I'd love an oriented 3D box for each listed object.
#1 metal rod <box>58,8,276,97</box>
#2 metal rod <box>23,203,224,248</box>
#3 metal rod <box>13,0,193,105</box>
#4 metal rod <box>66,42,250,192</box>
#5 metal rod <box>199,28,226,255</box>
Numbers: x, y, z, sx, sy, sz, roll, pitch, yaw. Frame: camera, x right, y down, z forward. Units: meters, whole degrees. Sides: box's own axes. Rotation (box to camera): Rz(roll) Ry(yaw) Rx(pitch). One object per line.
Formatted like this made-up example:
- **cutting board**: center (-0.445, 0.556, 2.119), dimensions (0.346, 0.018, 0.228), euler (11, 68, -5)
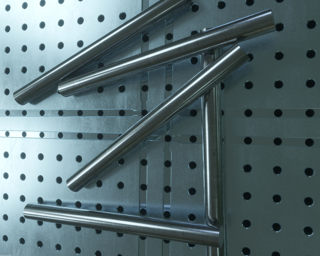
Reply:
- **metal rod**: center (-0.011, -0.087, 0.396), dimensions (0.300, 0.025, 0.025), euler (-12, 86, 26)
- **metal rod**: center (-0.066, 0.127, 0.420), dimensions (0.301, 0.025, 0.025), euler (-1, 90, 24)
- **metal rod**: center (-0.092, -0.110, 0.443), dimensions (0.300, 0.025, 0.025), euler (-26, 82, 17)
- **metal rod**: center (-0.017, -0.001, 0.401), dimensions (0.299, 0.025, 0.025), euler (-38, 78, 22)
- **metal rod**: center (0.066, 0.027, 0.388), dimensions (0.025, 0.025, 0.298), euler (-2, 89, 19)
